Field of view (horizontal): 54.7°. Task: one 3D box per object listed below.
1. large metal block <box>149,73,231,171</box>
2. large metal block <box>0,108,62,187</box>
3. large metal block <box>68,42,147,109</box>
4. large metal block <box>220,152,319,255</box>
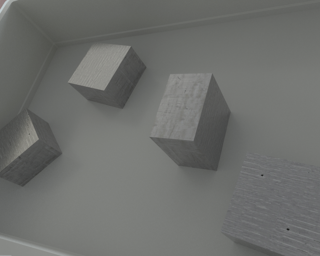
[{"bbox_3d":[0.039,-0.006,0.354,0.050,0.080,0.080,4,64,30],"label":"large metal block"},{"bbox_3d":[-0.211,0.029,0.483,0.080,0.050,0.080,-40,51,1],"label":"large metal block"},{"bbox_3d":[-0.082,-0.083,0.484,0.080,0.050,0.080,16,70,34],"label":"large metal block"},{"bbox_3d":[0.112,0.076,0.284,0.080,0.050,0.080,11,67,33],"label":"large metal block"}]
